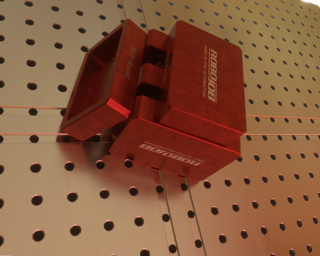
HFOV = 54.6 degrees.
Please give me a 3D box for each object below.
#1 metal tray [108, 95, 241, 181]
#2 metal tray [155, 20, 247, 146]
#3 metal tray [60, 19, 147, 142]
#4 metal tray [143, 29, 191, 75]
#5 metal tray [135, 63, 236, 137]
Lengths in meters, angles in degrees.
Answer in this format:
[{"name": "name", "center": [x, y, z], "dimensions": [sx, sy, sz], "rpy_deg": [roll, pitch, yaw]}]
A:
[{"name": "metal tray", "center": [0.016, 0.018, 0.363], "dimensions": [0.131, 0.090, 0.030], "rpy_deg": [19, 55, -17]}, {"name": "metal tray", "center": [0.048, -0.053, 0.346], "dimensions": [0.091, 0.030, 0.130], "rpy_deg": [19, 54, -17]}, {"name": "metal tray", "center": [-0.064, -0.057, 0.363], "dimensions": [0.030, 0.090, 0.130], "rpy_deg": [35, 47, -34]}, {"name": "metal tray", "center": [0.028, -0.070, 0.422], "dimensions": [0.131, 0.090, 0.030], "rpy_deg": [19, 55, -17]}, {"name": "metal tray", "center": [0.021, -0.021, 0.389], "dimensions": [0.131, 0.090, 0.030], "rpy_deg": [19, 53, -19]}]
